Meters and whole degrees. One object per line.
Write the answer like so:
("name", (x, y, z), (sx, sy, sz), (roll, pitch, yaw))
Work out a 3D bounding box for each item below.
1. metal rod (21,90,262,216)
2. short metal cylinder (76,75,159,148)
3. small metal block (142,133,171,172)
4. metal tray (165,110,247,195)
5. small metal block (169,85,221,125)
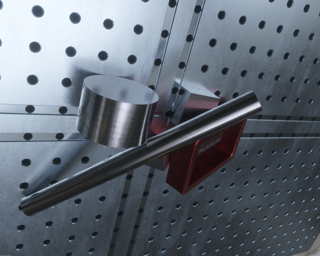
("metal rod", (-0.031, 0.035, 0.356), (0.301, 0.025, 0.025), (-25, 131, 11))
("short metal cylinder", (-0.047, -0.020, 0.339), (0.081, 0.080, 0.050), (2, 117, -30))
("small metal block", (-0.017, 0.026, 0.404), (0.050, 0.050, 0.025), (25, 105, -37))
("metal tray", (0.067, 0.025, 0.426), (0.131, 0.030, 0.089), (-25, 137, -43))
("small metal block", (0.047, -0.026, 0.423), (0.050, 0.025, 0.050), (7, 115, -32))
